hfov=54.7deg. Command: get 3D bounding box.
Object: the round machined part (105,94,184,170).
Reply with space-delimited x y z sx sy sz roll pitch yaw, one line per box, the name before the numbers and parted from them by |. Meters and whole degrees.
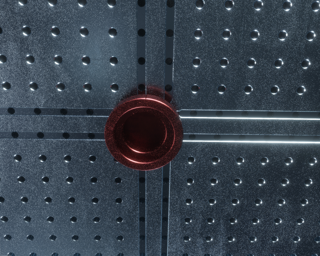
round machined part | -0.020 0.003 0.405 0.099 0.042 0.097 0 110 -1
